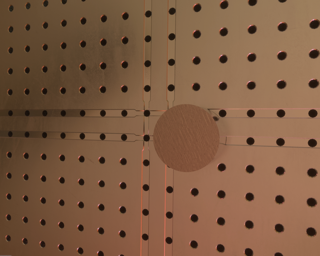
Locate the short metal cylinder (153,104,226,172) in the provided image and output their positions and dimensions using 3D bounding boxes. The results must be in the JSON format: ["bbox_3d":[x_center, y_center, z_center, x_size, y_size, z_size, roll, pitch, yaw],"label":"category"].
[{"bbox_3d":[0.038,0.012,0.386,0.080,0.050,0.080,0,90,20],"label":"short metal cylinder"}]
